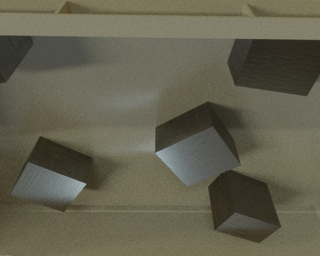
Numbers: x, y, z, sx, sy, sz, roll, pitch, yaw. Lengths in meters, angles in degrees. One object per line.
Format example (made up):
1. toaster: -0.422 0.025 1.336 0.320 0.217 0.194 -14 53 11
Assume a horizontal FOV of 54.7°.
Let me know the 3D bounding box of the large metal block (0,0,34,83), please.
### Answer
1. large metal block: -0.185 -0.081 0.302 0.080 0.080 0.050 -8 130 6

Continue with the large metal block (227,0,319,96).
1. large metal block: 0.125 -0.085 0.321 0.081 0.050 0.079 7 130 -7

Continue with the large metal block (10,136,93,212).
1. large metal block: -0.156 0.069 0.450 0.080 0.050 0.080 26 125 -21

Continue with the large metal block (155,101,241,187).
1. large metal block: 0.050 0.024 0.413 0.080 0.050 0.080 -26 126 20

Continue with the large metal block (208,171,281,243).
1. large metal block: 0.126 0.119 0.475 0.080 0.080 0.050 21 127 -17
